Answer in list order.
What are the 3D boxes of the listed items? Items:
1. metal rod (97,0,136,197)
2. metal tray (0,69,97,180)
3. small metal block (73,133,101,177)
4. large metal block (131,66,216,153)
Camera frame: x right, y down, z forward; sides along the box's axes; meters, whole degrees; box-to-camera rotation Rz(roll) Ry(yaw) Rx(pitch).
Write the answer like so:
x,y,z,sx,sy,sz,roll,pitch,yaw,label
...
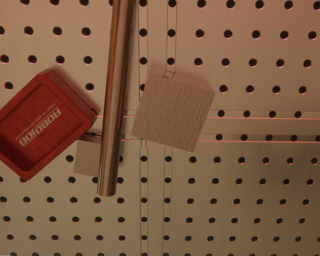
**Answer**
x,y,z,sx,sy,sz,roll,pitch,yaw,label
-0.052,-0.058,0.374,0.025,0.025,0.298,7,104,-3,metal rod
-0.161,-0.002,0.408,0.130,0.030,0.090,-39,106,13,metal tray
-0.088,0.039,0.427,0.050,0.025,0.050,11,110,-5,small metal block
0.014,-0.025,0.391,0.080,0.050,0.079,16,109,-6,large metal block
